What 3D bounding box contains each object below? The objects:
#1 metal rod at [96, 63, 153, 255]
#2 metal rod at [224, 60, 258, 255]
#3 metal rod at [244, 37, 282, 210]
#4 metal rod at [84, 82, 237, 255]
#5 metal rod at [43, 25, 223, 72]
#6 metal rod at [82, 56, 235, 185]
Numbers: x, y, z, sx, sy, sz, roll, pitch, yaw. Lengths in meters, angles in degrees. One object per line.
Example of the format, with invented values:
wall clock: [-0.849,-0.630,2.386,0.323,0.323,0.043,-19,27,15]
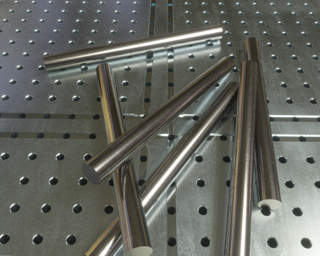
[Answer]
metal rod: [-0.053,0.010,0.379,0.025,0.025,0.300,-10,45,-8]
metal rod: [0.099,0.029,0.369,0.025,0.025,0.300,9,55,8]
metal rod: [0.138,-0.030,0.433,0.025,0.025,0.300,5,50,4]
metal rod: [0.023,0.036,0.377,0.025,0.025,0.301,29,55,22]
metal rod: [-0.038,-0.136,0.522,0.302,0.025,0.025,-14,51,-11]
metal rod: [0.021,-0.029,0.397,0.025,0.025,0.302,29,45,22]
